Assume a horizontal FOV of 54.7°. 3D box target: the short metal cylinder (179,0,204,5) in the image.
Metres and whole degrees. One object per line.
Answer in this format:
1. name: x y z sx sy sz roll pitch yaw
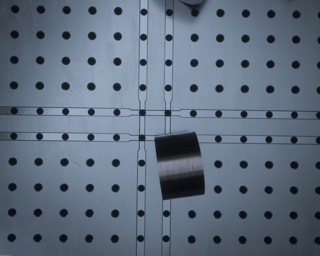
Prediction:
1. short metal cylinder: 0.032 -0.201 0.386 0.080 0.080 0.050 30 90 -1

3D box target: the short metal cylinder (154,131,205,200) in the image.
1. short metal cylinder: 0.023 0.047 0.386 0.050 0.080 0.080 -8 90 0
